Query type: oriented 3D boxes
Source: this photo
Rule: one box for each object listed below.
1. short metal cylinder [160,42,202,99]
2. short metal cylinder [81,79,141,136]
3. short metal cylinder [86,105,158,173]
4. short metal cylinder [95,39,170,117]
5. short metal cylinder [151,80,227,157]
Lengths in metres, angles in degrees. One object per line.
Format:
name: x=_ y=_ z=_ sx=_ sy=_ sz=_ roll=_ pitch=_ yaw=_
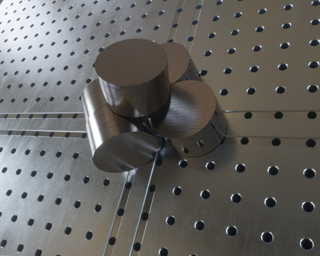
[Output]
short metal cylinder: x=0.011 y=-0.071 z=0.427 sx=0.080 sy=0.050 sz=0.080 roll=-13 pitch=56 yaw=20
short metal cylinder: x=-0.062 y=-0.025 z=0.419 sx=0.080 sy=0.080 sz=0.050 roll=-30 pitch=52 yaw=9
short metal cylinder: x=-0.048 y=0.013 z=0.389 sx=0.080 sy=0.080 sz=0.050 roll=-30 pitch=52 yaw=9
short metal cylinder: x=-0.030 y=-0.059 z=0.360 sx=0.080 sy=0.050 sz=0.080 roll=-2 pitch=51 yaw=3
short metal cylinder: x=0.036 y=-0.011 z=0.378 sx=0.080 sy=0.050 sz=0.080 roll=-13 pitch=56 yaw=20
